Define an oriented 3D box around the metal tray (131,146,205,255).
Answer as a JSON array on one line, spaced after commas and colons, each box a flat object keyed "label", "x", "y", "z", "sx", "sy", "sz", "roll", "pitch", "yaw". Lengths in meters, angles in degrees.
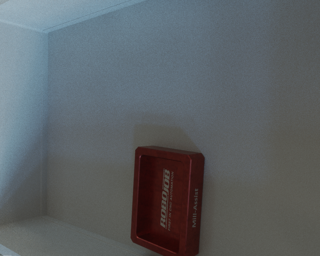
[{"label": "metal tray", "x": 0.007, "y": 0.092, "z": 0.397, "sx": 0.090, "sy": 0.030, "sz": 0.129, "roll": 6, "pitch": 94, "yaw": 40}]
